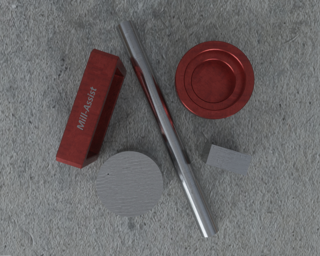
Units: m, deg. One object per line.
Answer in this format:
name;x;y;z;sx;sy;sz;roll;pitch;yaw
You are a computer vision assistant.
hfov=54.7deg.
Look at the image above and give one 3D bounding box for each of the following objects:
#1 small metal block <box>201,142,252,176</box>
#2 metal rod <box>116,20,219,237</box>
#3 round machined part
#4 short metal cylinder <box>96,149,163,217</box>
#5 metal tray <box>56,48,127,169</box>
small metal block;0.083;0.038;0.397;0.050;0.050;0.025;17;90;-1
metal rod;0.010;0.001;0.412;0.025;0.025;0.299;-22;90;0
round machined part;0.068;-0.060;0.403;0.099;0.042;0.097;0;90;-1
short metal cylinder;-0.037;0.068;0.398;0.081;0.050;0.079;0;90;-1
metal tray;-0.079;-0.021;0.378;0.030;0.090;0.129;19;90;0
